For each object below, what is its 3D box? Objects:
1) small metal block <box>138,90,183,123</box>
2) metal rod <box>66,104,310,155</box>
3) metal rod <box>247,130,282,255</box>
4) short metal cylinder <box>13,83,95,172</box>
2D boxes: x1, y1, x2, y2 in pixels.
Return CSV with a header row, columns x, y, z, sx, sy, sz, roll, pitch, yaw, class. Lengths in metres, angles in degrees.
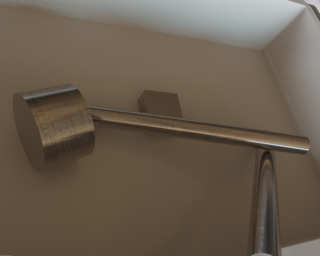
x,y,z,sx,sy,sz,roll,pitch,yaw,class
0.001,-0.022,0.421,0.050,0.025,0.050,4,60,-27,small metal block
0.041,0.002,0.384,0.302,0.025,0.025,8,57,-9,metal rod
0.121,0.057,0.356,0.025,0.025,0.301,44,25,2,metal rod
-0.108,-0.002,0.314,0.050,0.080,0.080,-19,72,-35,short metal cylinder
